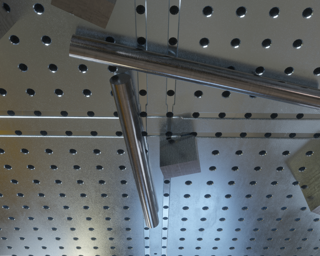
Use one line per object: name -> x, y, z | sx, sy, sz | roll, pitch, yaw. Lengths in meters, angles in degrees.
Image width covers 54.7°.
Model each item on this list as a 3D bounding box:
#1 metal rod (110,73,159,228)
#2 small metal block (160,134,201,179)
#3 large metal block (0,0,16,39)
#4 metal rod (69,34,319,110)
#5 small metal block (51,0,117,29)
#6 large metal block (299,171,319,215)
metal rod -> -0.030, 0.056, 0.458 | 0.025, 0.025, 0.298 | -5, 130, 4
small metal block -> 0.027, 0.039, 0.429 | 0.050, 0.050, 0.025 | -12, 129, 10
large metal block -> -0.204, -0.116, 0.294 | 0.080, 0.050, 0.080 | -13, 129, 11
metal rod -> 0.051, -0.062, 0.358 | 0.302, 0.025, 0.025 | 10, 129, -9
small metal block -> -0.067, -0.124, 0.289 | 0.050, 0.050, 0.025 | 21, 127, -17
large metal block -> 0.285, 0.100, 0.483 | 0.080, 0.050, 0.080 | 23, 127, -18
